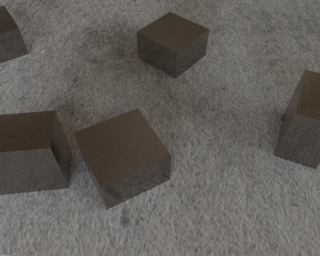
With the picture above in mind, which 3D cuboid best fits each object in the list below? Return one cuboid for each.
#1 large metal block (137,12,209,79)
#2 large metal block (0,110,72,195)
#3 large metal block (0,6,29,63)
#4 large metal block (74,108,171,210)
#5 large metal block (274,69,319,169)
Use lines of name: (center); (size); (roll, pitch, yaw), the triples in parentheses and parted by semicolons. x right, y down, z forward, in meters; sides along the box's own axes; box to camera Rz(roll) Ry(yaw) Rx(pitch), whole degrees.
large metal block: (0.021, -0.136, 0.502); (0.080, 0.050, 0.080); (34, 58, 25)
large metal block: (-0.148, 0.029, 0.341); (0.081, 0.080, 0.050); (-5, 50, -5)
large metal block: (-0.276, -0.150, 0.509); (0.081, 0.050, 0.080); (-26, 55, -21)
large metal block: (-0.043, 0.033, 0.358); (0.081, 0.050, 0.080); (-23, 54, -18)
large metal block: (0.184, -0.011, 0.379); (0.050, 0.080, 0.080); (19, 52, 14)
